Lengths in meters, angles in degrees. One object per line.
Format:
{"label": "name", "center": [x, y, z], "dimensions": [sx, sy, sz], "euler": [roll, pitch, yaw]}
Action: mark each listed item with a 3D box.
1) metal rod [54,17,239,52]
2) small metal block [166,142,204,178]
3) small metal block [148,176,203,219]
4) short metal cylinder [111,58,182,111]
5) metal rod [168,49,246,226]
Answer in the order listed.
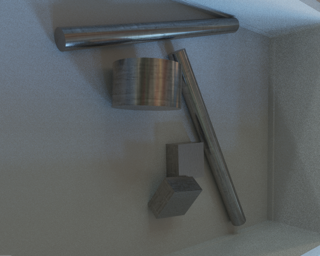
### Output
{"label": "metal rod", "center": [0.008, -0.130, 0.414], "dimensions": [0.302, 0.025, 0.025], "euler": [-19, 103, -39]}
{"label": "small metal block", "center": [0.036, 0.046, 0.439], "dimensions": [0.050, 0.025, 0.050], "euler": [-3, 92, -40]}
{"label": "small metal block", "center": [0.020, 0.091, 0.409], "dimensions": [0.050, 0.025, 0.050], "euler": [6, 124, -40]}
{"label": "short metal cylinder", "center": [-0.015, -0.048, 0.360], "dimensions": [0.081, 0.080, 0.050], "euler": [2, 89, -40]}
{"label": "metal rod", "center": [0.078, 0.026, 0.474], "dimensions": [0.025, 0.025, 0.299], "euler": [-36, 112, -34]}
